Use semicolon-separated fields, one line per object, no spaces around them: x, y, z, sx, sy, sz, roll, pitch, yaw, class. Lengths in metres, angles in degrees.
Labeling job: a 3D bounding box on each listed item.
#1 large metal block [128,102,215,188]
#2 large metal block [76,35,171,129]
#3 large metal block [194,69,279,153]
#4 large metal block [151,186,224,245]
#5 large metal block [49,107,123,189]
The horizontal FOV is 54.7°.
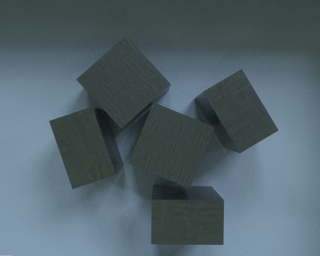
0.014;0.021;0.398;0.080;0.050;0.080;22;90;-1;large metal block
-0.044;-0.055;0.397;0.080;0.050;0.080;-42;91;0;large metal block
0.090;-0.019;0.383;0.050;0.080;0.080;-31;90;0;large metal block
0.031;0.104;0.384;0.081;0.080;0.050;1;90;-1;large metal block
-0.086;0.022;0.382;0.050;0.080;0.080;-19;90;0;large metal block
